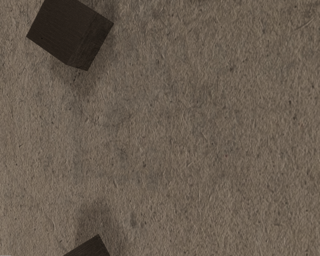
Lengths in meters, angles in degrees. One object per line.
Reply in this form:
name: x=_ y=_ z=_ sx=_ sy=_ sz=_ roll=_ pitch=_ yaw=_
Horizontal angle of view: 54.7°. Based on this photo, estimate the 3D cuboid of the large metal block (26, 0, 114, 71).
large metal block: x=-0.127 y=-0.139 z=0.439 sx=0.080 sy=0.050 sz=0.080 roll=35 pitch=101 yaw=16

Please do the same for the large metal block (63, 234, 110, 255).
large metal block: x=-0.103 y=0.202 z=0.415 sx=0.050 sy=0.080 sz=0.080 roll=-34 pitch=79 yaw=16
